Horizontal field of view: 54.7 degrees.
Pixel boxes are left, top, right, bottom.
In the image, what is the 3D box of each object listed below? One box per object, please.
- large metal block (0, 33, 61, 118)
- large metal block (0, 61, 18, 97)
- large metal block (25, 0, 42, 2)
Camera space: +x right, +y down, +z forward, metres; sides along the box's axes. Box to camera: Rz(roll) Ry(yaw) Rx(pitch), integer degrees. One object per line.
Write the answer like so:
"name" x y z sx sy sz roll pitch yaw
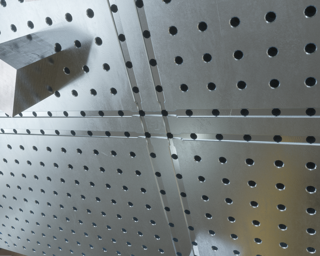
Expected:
"large metal block" -0.190 -0.074 0.427 0.050 0.080 0.079 33 128 7
"large metal block" -0.292 -0.060 0.489 0.080 0.080 0.050 -18 109 34
"large metal block" -0.112 -0.187 0.337 0.080 0.050 0.079 5 121 25
